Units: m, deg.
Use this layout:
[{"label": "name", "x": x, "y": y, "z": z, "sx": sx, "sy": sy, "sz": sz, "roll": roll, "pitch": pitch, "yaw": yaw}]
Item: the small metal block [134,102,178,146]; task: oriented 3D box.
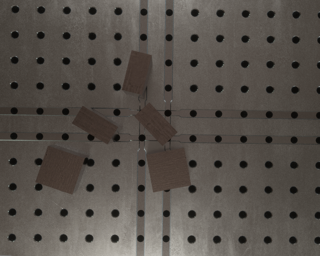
[{"label": "small metal block", "x": -0.005, "y": -0.005, "z": 0.401, "sx": 0.025, "sy": 0.050, "sz": 0.050, "roll": -43, "pitch": 91, "yaw": 0}]

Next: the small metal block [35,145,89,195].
[{"label": "small metal block", "x": -0.129, "y": 0.054, "z": 0.412, "sx": 0.050, "sy": 0.025, "sz": 0.050, "roll": 19, "pitch": 90, "yaw": -1}]

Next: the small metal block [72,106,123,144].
[{"label": "small metal block", "x": -0.079, "y": -0.004, "z": 0.400, "sx": 0.050, "sy": 0.050, "sz": 0.025, "roll": 31, "pitch": 90, "yaw": -1}]

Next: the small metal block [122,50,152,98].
[{"label": "small metal block", "x": -0.028, "y": -0.068, "z": 0.401, "sx": 0.025, "sy": 0.050, "sz": 0.050, "roll": 14, "pitch": 90, "yaw": 0}]

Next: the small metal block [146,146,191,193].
[{"label": "small metal block", "x": 0.011, "y": 0.055, "z": 0.414, "sx": 0.050, "sy": 0.025, "sz": 0.050, "roll": -11, "pitch": 90, "yaw": -1}]
